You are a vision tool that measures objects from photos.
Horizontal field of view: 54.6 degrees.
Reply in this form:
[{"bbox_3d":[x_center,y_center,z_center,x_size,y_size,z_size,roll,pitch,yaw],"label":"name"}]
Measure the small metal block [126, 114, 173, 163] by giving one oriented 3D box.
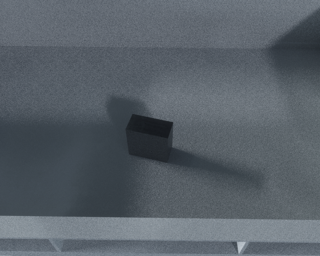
[{"bbox_3d":[-0.012,0.013,0.378,0.050,0.050,0.025,12,51,10],"label":"small metal block"}]
